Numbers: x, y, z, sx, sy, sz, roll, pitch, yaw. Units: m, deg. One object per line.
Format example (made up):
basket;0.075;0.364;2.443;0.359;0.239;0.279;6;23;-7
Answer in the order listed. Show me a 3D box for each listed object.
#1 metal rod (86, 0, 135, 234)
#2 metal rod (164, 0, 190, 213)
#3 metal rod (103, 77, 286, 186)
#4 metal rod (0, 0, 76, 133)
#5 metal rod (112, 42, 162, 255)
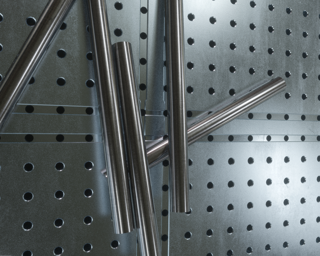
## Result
metal rod;-0.062;-0.027;0.373;0.025;0.025;0.298;-6;86;-20
metal rod;0.021;-0.045;0.402;0.025;0.025;0.298;1;83;-20
metal rod;0.061;-0.001;0.436;0.302;0.025;0.025;-28;100;-18
metal rod;-0.137;-0.108;0.361;0.025;0.025;0.299;29;80;-18
metal rod;-0.027;0.041;0.377;0.025;0.025;0.298;-6;82;-20
